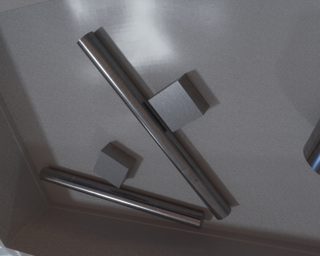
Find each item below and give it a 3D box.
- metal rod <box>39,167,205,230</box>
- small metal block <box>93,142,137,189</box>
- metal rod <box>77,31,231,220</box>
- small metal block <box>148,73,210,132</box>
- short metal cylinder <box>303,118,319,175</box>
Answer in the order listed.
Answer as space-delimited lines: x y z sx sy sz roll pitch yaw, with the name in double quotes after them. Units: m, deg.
-0.075 0.111 0.514 0.301 0.025 0.025 11 123 21 "metal rod"
-0.071 0.058 0.480 0.050 0.025 0.050 32 128 6 "small metal block"
-0.002 0.004 0.410 0.025 0.025 0.300 -31 102 37 "metal rod"
0.023 -0.030 0.377 0.050 0.025 0.050 -30 102 37 "small metal block"
0.184 0.016 0.286 0.080 0.080 0.050 22 126 15 "short metal cylinder"
